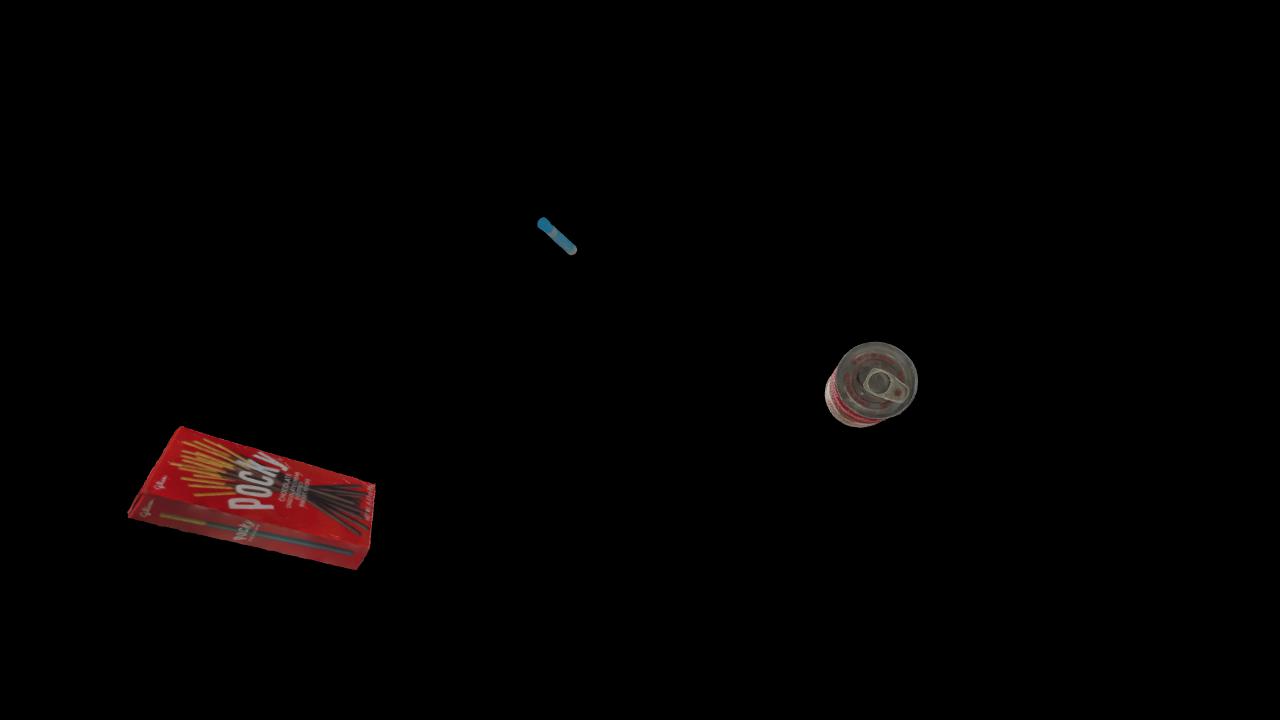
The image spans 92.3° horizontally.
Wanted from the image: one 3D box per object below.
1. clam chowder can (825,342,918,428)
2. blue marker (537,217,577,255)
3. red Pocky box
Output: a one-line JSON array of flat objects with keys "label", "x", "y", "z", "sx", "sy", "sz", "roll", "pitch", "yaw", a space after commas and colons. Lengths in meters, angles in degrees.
[{"label": "clam chowder can", "x": 0.211, "y": 0.026, "z": 0.572, "sx": 0.068, "sy": 0.068, "sz": 0.102, "roll": 0, "pitch": -10, "yaw": 11}, {"label": "blue marker", "x": -0.133, "y": -0.199, "z": 0.993, "sx": 0.020, "sy": 0.020, "sz": 0.121, "roll": 0, "pitch": -11, "yaw": 18}, {"label": "red Pocky box", "x": -0.284, "y": 0.106, "z": 0.471, "sx": 0.155, "sy": 0.028, "sz": 0.083, "roll": 27, "pitch": 16, "yaw": -30}]
